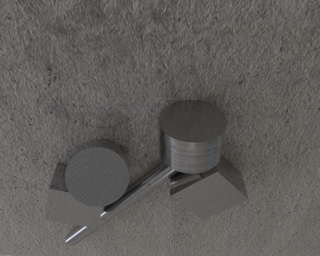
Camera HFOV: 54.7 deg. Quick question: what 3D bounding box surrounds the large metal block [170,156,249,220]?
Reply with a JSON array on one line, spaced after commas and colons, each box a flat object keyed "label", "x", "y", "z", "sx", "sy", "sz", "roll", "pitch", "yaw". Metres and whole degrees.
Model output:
[{"label": "large metal block", "x": 0.071, "y": 0.084, "z": 0.463, "sx": 0.080, "sy": 0.050, "sz": 0.080, "roll": -33, "pitch": 123, "yaw": 25}]

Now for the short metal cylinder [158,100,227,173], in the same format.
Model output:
[{"label": "short metal cylinder", "x": 0.038, "y": 0.009, "z": 0.379, "sx": 0.081, "sy": 0.080, "sz": 0.050, "roll": 0, "pitch": 130, "yaw": 0}]

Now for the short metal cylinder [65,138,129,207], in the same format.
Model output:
[{"label": "short metal cylinder", "x": -0.082, "y": 0.058, "z": 0.418, "sx": 0.081, "sy": 0.050, "sz": 0.079, "roll": -1, "pitch": 101, "yaw": -6}]

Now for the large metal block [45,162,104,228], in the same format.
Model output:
[{"label": "large metal block", "x": -0.127, "y": 0.106, "z": 0.480, "sx": 0.081, "sy": 0.050, "sz": 0.079, "roll": 13, "pitch": 129, "yaw": -12}]

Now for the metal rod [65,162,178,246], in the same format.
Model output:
[{"label": "metal rod", "x": -0.066, "y": 0.126, "z": 0.513, "sx": 0.025, "sy": 0.025, "sz": 0.299, "roll": 35, "pitch": 122, "yaw": -26}]
